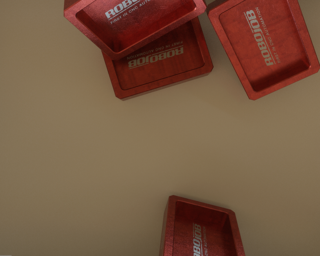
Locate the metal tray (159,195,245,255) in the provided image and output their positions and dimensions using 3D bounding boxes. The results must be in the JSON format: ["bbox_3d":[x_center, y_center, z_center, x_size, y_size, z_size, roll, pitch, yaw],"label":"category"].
[{"bbox_3d":[0.047,0.134,0.358,0.091,0.130,0.030,15,110,0],"label":"metal tray"}]

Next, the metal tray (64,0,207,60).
[{"bbox_3d":[-0.026,-0.136,0.338,0.130,0.090,0.030,-23,55,22],"label":"metal tray"}]

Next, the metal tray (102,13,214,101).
[{"bbox_3d":[-0.006,-0.097,0.408,0.131,0.030,0.090,-17,90,-1],"label":"metal tray"}]

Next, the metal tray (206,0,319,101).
[{"bbox_3d":[0.124,-0.106,0.369,0.090,0.030,0.130,-25,118,18],"label":"metal tray"}]
